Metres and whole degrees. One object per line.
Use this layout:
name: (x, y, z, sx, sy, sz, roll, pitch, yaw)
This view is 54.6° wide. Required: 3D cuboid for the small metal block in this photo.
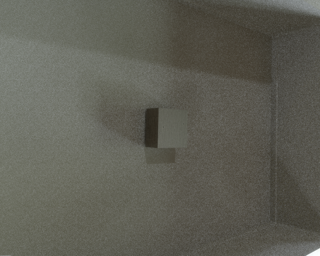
small metal block: (0.009, 0.000, 0.408, 0.050, 0.025, 0.050, 2, 89, -40)
